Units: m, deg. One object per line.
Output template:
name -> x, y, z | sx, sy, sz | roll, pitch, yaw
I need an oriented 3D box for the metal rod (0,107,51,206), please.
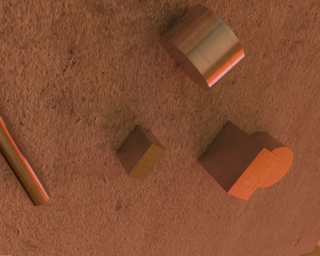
metal rod -> -0.173, -0.032, 0.292 | 0.025, 0.025, 0.298 | -23, 127, -14

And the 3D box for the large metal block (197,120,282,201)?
large metal block -> 0.116, 0.047, 0.464 | 0.050, 0.080, 0.080 | 28, 103, -38

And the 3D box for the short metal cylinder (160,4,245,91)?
short metal cylinder -> 0.046, -0.087, 0.342 | 0.050, 0.080, 0.080 | -43, 130, 1

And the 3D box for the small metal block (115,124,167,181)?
small metal block -> -0.025, 0.031, 0.396 | 0.025, 0.050, 0.050 | 29, 102, -38

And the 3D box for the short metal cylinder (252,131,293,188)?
short metal cylinder -> 0.172, 0.052, 0.517 | 0.081, 0.050, 0.079 | -14, 124, -21
